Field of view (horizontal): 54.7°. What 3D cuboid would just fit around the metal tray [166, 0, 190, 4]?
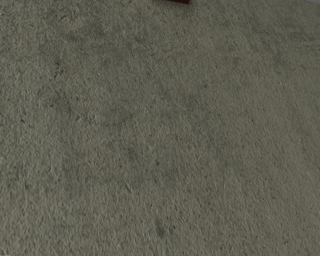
[{"bbox_3d":[0.006,-0.298,0.585,0.091,0.030,0.130,-3,63,-30],"label":"metal tray"}]
